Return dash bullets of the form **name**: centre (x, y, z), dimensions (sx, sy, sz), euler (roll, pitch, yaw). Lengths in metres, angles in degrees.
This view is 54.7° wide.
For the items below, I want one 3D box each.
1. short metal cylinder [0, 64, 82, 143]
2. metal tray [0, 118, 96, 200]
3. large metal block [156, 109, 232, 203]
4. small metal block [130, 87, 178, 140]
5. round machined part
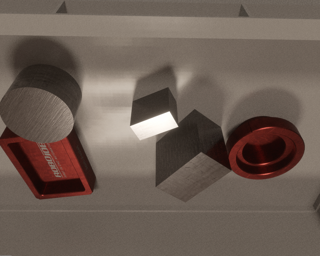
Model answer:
- **short metal cylinder**: centre (-0.138, -0.028, 0.367), dimensions (0.081, 0.050, 0.079), euler (0, 130, 0)
- **metal tray**: centre (-0.155, 0.048, 0.444), dimensions (0.090, 0.030, 0.129), euler (-7, 130, 5)
- **large metal block**: centre (0.039, 0.036, 0.405), dimensions (0.050, 0.080, 0.080), euler (32, 123, -25)
- **small metal block**: centre (-0.007, -0.018, 0.378), dimensions (0.050, 0.050, 0.025), euler (-20, 127, 16)
- **round machined part**: centre (0.138, 0.022, 0.419), dimensions (0.099, 0.042, 0.097), euler (-1, 130, 0)
